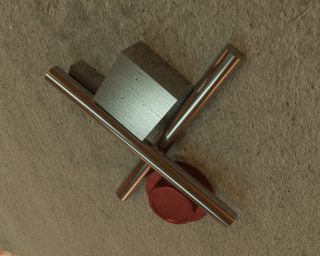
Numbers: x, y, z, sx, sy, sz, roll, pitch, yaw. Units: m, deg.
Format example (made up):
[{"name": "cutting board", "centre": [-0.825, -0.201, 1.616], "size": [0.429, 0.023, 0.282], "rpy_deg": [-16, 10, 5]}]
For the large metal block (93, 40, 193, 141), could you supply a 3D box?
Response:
[{"name": "large metal block", "centre": [-0.022, -0.045, 0.376], "size": [0.080, 0.050, 0.080], "rpy_deg": [41, 129, 0]}]

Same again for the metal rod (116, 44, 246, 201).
[{"name": "metal rod", "centre": [0.009, 0.014, 0.413], "size": [0.025, 0.025, 0.298], "rpy_deg": [38, 129, 2]}]

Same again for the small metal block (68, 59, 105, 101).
[{"name": "small metal block", "centre": [-0.101, -0.057, 0.426], "size": [0.050, 0.025, 0.050], "rpy_deg": [37, 129, 3]}]

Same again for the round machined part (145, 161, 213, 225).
[{"name": "round machined part", "centre": [0.023, 0.099, 0.444], "size": [0.098, 0.042, 0.097], "rpy_deg": [13, 124, 20]}]

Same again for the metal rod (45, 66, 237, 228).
[{"name": "metal rod", "centre": [-0.025, 0.024, 0.402], "size": [0.300, 0.025, 0.025], "rpy_deg": [39, 129, 1]}]
